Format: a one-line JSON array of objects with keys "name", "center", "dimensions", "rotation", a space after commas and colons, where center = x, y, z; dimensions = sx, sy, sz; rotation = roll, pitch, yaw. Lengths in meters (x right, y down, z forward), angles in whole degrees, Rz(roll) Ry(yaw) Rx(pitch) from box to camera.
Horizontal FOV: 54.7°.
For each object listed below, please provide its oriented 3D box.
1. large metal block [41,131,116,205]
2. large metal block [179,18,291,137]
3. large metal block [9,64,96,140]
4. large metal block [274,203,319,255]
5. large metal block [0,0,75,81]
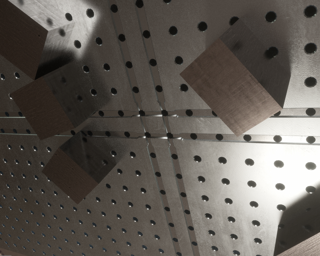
[{"name": "large metal block", "center": [-0.132, 0.065, 0.503], "dimensions": [0.080, 0.050, 0.080], "rotation": [44, 129, -3]}, {"name": "large metal block", "center": [0.077, -0.052, 0.303], "dimensions": [0.080, 0.080, 0.050], "rotation": [47, 129, -5]}, {"name": "large metal block", "center": [-0.156, -0.036, 0.452], "dimensions": [0.080, 0.050, 0.080], "rotation": [-16, 110, 34]}, {"name": "large metal block", "center": [0.202, 0.150, 0.381], "dimensions": [0.080, 0.050, 0.080], "rotation": [37, 129, 2]}, {"name": "large metal block", "center": [-0.169, -0.124, 0.405], "dimensions": [0.080, 0.050, 0.080], "rotation": [38, 129, 2]}]
